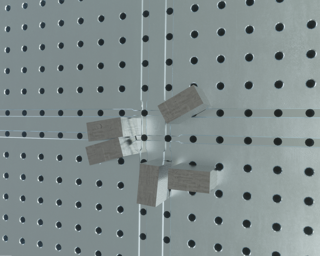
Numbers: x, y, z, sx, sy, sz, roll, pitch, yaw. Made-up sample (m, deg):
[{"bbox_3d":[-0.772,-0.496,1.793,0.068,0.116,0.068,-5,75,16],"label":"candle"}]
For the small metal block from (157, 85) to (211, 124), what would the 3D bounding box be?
[{"bbox_3d":[0.032,-0.028,0.387,0.050,0.050,0.025,-29,81,17],"label":"small metal block"}]

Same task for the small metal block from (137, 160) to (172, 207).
[{"bbox_3d":[-0.006,0.070,0.401,0.025,0.050,0.050,6,92,20],"label":"small metal block"}]

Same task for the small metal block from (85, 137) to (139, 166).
[{"bbox_3d":[-0.064,0.030,0.421,0.050,0.050,0.025,-16,85,19],"label":"small metal block"}]

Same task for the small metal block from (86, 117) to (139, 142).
[{"bbox_3d":[-0.063,0.002,0.420,0.050,0.050,0.025,-8,87,19],"label":"small metal block"}]

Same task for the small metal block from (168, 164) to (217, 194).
[{"bbox_3d":[0.042,0.061,0.384,0.050,0.050,0.025,3,91,19],"label":"small metal block"}]
